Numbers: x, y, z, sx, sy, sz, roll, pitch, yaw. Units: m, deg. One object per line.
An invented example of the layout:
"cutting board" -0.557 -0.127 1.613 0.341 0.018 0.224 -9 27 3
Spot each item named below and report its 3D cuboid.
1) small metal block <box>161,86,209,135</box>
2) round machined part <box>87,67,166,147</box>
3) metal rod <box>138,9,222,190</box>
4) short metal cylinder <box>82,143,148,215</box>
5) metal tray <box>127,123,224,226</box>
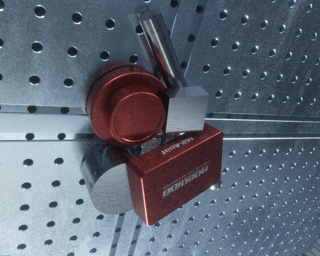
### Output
"small metal block" 0.028 -0.022 0.378 0.050 0.025 0.050 -7 124 -19
"round machined part" -0.032 -0.019 0.365 0.099 0.042 0.097 -13 124 -20
"metal rod" 0.039 -0.014 0.420 0.025 0.025 0.299 -32 129 -8
"short metal cylinder" -0.055 0.064 0.399 0.081 0.050 0.079 -14 124 -21
"metal tray" 0.025 0.058 0.403 0.131 0.030 0.089 -25 129 -29
